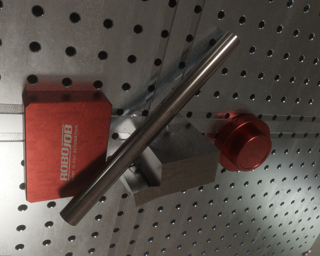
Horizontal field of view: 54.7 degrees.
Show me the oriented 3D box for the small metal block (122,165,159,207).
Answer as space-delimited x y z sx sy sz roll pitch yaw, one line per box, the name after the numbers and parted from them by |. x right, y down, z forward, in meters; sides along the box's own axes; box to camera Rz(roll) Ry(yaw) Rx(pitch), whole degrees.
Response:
-0.021 0.075 0.432 0.050 0.050 0.025 -19 126 -18 | small metal block

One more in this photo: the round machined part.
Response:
0.139 0.031 0.498 0.099 0.042 0.097 -14 125 -21 | round machined part

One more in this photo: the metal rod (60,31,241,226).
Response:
-0.008 -0.003 0.380 0.300 0.025 0.025 -48 130 -5 | metal rod

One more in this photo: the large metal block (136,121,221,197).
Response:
0.020 0.037 0.412 0.081 0.080 0.050 -10 123 -24 | large metal block

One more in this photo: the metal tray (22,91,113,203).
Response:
-0.110 0.022 0.363 0.091 0.030 0.129 -3 120 -27 | metal tray
